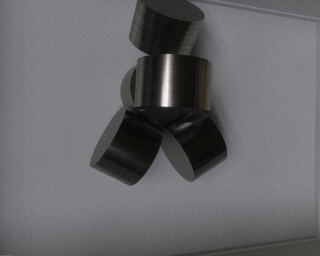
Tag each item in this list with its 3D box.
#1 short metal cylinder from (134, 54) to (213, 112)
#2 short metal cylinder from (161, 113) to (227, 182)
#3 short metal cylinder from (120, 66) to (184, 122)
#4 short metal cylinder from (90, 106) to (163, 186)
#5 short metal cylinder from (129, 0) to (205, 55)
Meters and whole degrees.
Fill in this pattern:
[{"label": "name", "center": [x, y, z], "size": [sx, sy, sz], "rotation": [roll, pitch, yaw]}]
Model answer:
[{"label": "short metal cylinder", "center": [0.014, -0.044, 0.331], "size": [0.081, 0.080, 0.050], "rotation": [3, 89, -20]}, {"label": "short metal cylinder", "center": [0.039, 0.021, 0.394], "size": [0.050, 0.080, 0.080], "rotation": [-30, 100, -17]}, {"label": "short metal cylinder", "center": [-0.005, -0.047, 0.392], "size": [0.081, 0.050, 0.080], "rotation": [0, 90, -20]}, {"label": "short metal cylinder", "center": [-0.040, 0.021, 0.365], "size": [0.050, 0.080, 0.080], "rotation": [31, 80, -17]}, {"label": "short metal cylinder", "center": [0.007, -0.124, 0.375], "size": [0.081, 0.080, 0.050], "rotation": [4, 131, -20]}]
